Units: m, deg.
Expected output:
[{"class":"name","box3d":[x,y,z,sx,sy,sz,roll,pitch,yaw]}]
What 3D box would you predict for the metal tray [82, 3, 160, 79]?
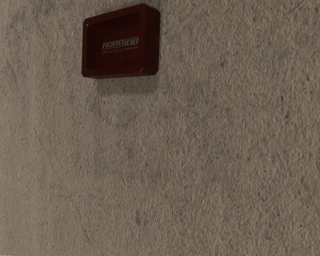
[{"class":"metal tray","box3d":[-0.061,-0.120,0.449,0.130,0.030,0.089,4,92,39]}]
